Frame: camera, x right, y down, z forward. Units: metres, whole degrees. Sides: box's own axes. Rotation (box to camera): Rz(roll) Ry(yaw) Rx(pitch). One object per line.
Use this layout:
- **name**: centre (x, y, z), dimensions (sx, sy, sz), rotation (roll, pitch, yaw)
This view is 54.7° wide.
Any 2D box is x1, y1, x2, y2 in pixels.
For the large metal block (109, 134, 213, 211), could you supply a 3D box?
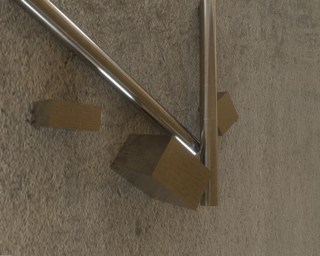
- **large metal block**: centre (0.001, 0.051, 0.372), dimensions (0.080, 0.080, 0.050), rotation (44, 64, -32)

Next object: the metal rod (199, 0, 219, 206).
- **metal rod**: centre (0.069, -0.043, 0.443), dimensions (0.025, 0.025, 0.298), rotation (9, 78, -40)

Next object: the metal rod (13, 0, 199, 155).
- **metal rod**: centre (-0.045, -0.055, 0.368), dimensions (0.300, 0.025, 0.025), rotation (41, 65, -33)

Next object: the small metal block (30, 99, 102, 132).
- **small metal block**: centre (-0.094, -0.011, 0.310), dimensions (0.050, 0.050, 0.025), rotation (7, 86, -40)

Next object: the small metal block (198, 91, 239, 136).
- **small metal block**: centre (0.092, -0.023, 0.485), dimensions (0.050, 0.025, 0.050), rotation (-42, 116, -32)
